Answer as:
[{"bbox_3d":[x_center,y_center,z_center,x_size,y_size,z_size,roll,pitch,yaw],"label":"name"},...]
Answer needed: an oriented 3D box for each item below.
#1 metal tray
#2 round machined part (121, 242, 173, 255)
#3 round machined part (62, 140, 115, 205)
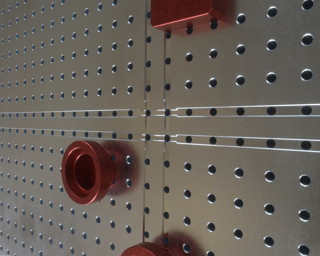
[{"bbox_3d":[0.032,-0.191,0.378,0.090,0.030,0.129,1,91,39],"label":"metal tray"},{"bbox_3d":[-0.009,0.198,0.403,0.098,0.042,0.097,0,90,39],"label":"round machined part"},{"bbox_3d":[-0.108,0.067,0.485,0.098,0.042,0.097,0,90,39],"label":"round machined part"}]
